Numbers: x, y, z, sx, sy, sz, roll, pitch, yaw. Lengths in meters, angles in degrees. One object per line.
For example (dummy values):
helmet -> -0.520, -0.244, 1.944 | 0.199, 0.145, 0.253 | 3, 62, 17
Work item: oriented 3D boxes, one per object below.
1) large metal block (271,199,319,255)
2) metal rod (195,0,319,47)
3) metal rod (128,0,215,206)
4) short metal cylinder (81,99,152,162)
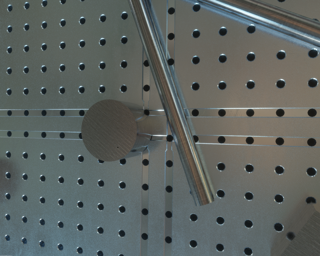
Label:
large metal block -> 0.179, 0.139, 0.336 | 0.080, 0.050, 0.080 | 35, 101, 16
metal rod -> 0.093, -0.152, 0.379 | 0.301, 0.025, 0.025 | 28, 99, 17
metal rod -> 0.011, -0.046, 0.408 | 0.025, 0.025, 0.299 | -20, 83, 19
short metal cylinder -> -0.058, 0.003, 0.420 | 0.080, 0.050, 0.079 | 0, 90, 20
